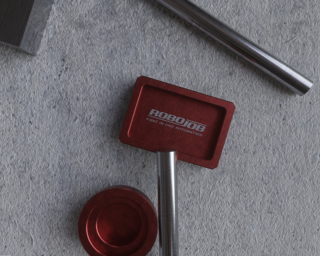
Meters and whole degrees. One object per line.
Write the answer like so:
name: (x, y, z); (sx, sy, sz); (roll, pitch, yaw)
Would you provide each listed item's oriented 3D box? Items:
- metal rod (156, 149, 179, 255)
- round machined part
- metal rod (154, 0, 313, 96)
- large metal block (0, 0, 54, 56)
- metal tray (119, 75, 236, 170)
metal rod: (0.012, 0.175, 0.394); (0.025, 0.025, 0.298); (-1, 96, -1)
round machined part: (-0.052, 0.122, 0.401); (0.099, 0.042, 0.097); (0, 90, -1)
metal rod: (0.069, -0.135, 0.410); (0.301, 0.025, 0.025); (33, 90, -1)
large metal block: (-0.194, -0.147, 0.395); (0.080, 0.050, 0.080); (18, 90, -1)
metal tray: (0.022, -0.007, 0.407); (0.131, 0.030, 0.090); (17, 90, -1)
